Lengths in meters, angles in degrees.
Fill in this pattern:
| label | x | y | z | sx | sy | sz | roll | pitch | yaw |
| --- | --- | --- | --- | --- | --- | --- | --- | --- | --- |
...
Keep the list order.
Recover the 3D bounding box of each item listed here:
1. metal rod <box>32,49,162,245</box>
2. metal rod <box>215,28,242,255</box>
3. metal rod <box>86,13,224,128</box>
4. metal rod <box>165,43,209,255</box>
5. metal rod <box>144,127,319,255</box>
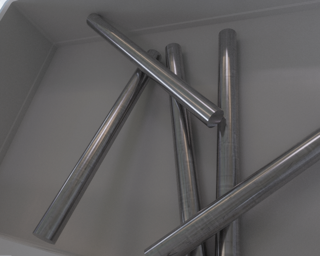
| label | x | y | z | sx | sy | sz | roll | pitch | yaw |
| --- | --- | --- | --- | --- | --- | --- | --- | --- | --- |
| metal rod | -0.063 | 0.000 | 0.395 | 0.025 | 0.025 | 0.300 | 3 | 49 | 29 |
| metal rod | 0.080 | 0.000 | 0.364 | 0.025 | 0.025 | 0.299 | -8 | 58 | 24 |
| metal rod | -0.025 | -0.096 | 0.436 | 0.025 | 0.025 | 0.300 | -44 | 55 | -2 |
| metal rod | 0.028 | 0.006 | 0.387 | 0.025 | 0.025 | 0.299 | -16 | 55 | 19 |
| metal rod | 0.117 | 0.040 | 0.296 | 0.301 | 0.025 | 0.025 | -34 | 51 | -4 |
